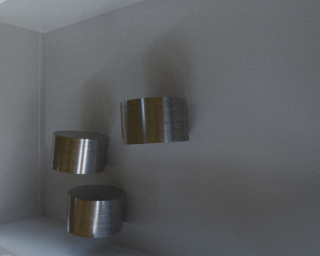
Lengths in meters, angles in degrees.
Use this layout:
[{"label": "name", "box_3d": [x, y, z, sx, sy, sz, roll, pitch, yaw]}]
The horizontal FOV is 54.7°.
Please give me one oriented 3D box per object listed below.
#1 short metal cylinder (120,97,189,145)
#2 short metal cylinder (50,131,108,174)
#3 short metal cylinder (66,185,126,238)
[{"label": "short metal cylinder", "box_3d": [-0.007, -0.007, 0.375, 0.080, 0.081, 0.050, -6, 87, 39]}, {"label": "short metal cylinder", "box_3d": [-0.121, 0.035, 0.468, 0.080, 0.081, 0.050, 11, 97, 39]}, {"label": "short metal cylinder", "box_3d": [-0.092, 0.116, 0.444, 0.080, 0.081, 0.050, 8, 95, 39]}]
